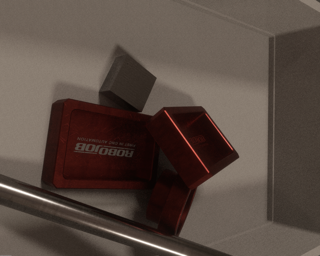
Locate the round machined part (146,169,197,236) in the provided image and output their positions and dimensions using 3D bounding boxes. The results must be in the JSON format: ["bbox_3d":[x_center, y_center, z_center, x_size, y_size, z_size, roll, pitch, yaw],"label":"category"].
[{"bbox_3d":[0.015,0.090,0.390,0.098,0.042,0.098,18,91,-76],"label":"round machined part"}]

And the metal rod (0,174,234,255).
[{"bbox_3d":[-0.034,0.107,0.320,0.302,0.025,0.025,25,73,-18],"label":"metal rod"}]

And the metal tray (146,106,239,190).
[{"bbox_3d":[0.046,0.017,0.385,0.090,0.030,0.131,55,24,13],"label":"metal tray"}]

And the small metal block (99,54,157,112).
[{"bbox_3d":[-0.038,-0.053,0.376,0.050,0.025,0.050,35,69,-35],"label":"small metal block"}]

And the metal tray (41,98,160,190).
[{"bbox_3d":[-0.059,0.023,0.354,0.131,0.030,0.089,10,83,-40],"label":"metal tray"}]
